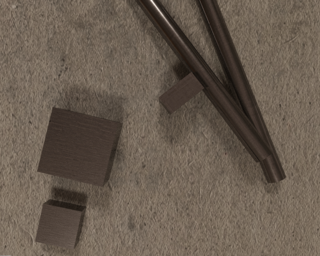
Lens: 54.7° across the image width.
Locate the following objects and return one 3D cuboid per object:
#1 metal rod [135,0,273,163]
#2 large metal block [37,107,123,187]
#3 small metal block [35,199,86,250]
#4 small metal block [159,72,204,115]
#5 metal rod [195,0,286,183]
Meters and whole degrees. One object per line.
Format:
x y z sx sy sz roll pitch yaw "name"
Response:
0.043 -0.085 0.398 0.025 0.025 0.299 -36 86 0 "metal rod"
-0.099 0.023 0.396 0.080 0.050 0.080 14 90 -1 "large metal block"
-0.130 0.126 0.408 0.050 0.025 0.050 12 90 -1 "small metal block"
0.026 -0.043 0.398 0.050 0.050 0.025 -38 90 0 "small metal block"
0.100 -0.071 0.411 0.025 0.025 0.299 -22 90 0 "metal rod"
